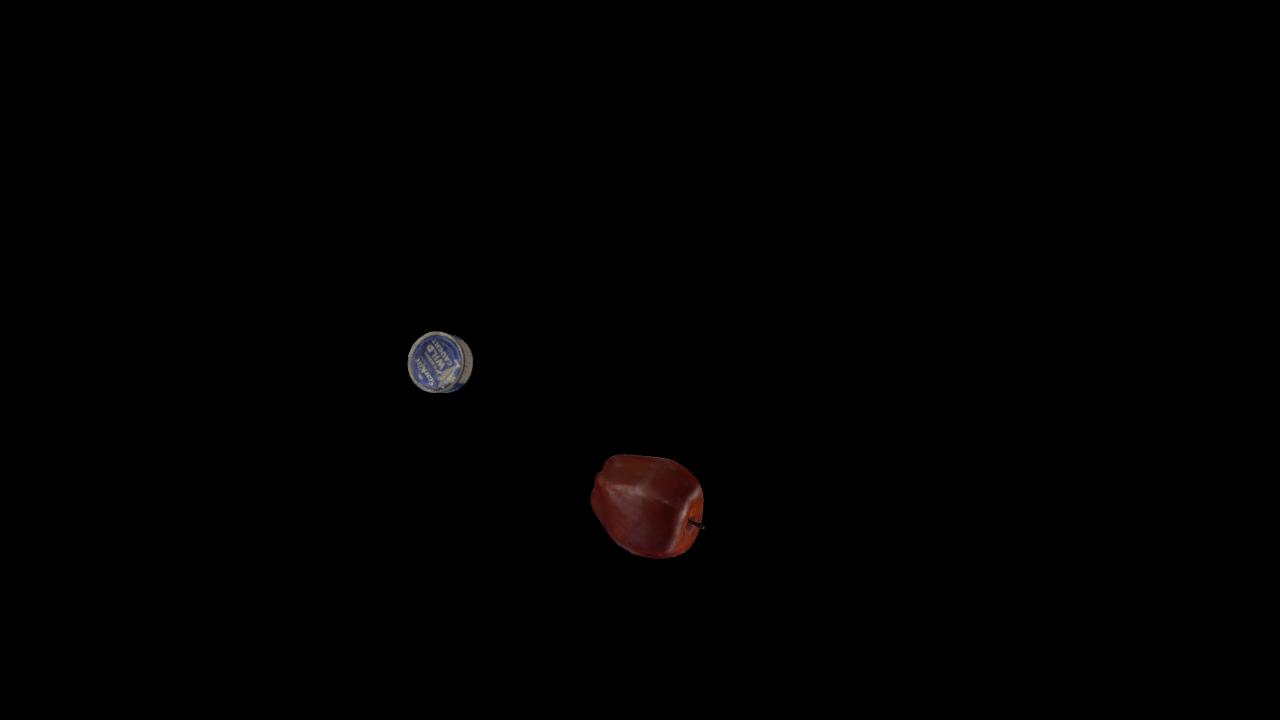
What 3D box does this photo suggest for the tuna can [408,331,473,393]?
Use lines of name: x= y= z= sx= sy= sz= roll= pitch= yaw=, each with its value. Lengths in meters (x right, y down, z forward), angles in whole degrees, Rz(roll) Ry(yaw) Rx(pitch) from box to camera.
tuna can: x=-0.274 y=0.004 z=0.848 sx=0.084 sy=0.084 sz=0.034 roll=0 pitch=-5 yaw=12

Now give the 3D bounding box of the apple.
apple: x=0.008 y=0.115 z=0.486 sx=0.093 sy=0.079 sz=0.079 roll=19 pitch=8 yaw=24
